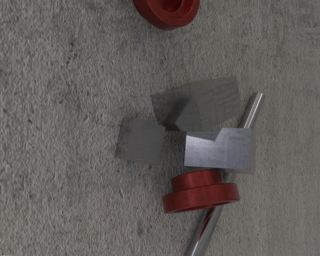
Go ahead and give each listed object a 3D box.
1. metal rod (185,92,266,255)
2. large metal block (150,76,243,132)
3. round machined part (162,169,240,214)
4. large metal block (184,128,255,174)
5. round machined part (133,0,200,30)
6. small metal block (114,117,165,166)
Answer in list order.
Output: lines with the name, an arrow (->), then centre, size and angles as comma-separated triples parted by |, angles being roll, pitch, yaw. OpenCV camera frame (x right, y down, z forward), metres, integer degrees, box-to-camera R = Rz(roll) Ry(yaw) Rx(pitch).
metal rod -> 0.112, 0.067, 0.498 | 0.025, 0.025, 0.300 | 42, 65, -32
large metal block -> 0.048, -0.032, 0.409 | 0.081, 0.080, 0.050 | -23, 105, -38
round machined part -> 0.051, 0.082, 0.405 | 0.099, 0.098, 0.042 | 6, 66, -40
large metal block -> 0.084, 0.032, 0.418 | 0.080, 0.080, 0.050 | 31, 62, -66
round machined part -> 0.002, -0.174, 0.395 | 0.099, 0.042, 0.097 | 0, 90, -40
small metal block -> -0.024, 0.017, 0.384 | 0.050, 0.025, 0.050 | 17, 79, -39
